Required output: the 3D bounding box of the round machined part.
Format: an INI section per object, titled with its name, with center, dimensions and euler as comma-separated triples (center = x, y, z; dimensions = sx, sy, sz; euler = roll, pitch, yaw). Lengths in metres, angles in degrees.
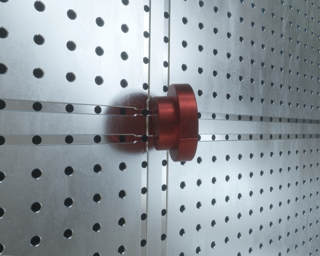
[round machined part]
center = 0.015, -0.006, 0.387
dimensions = 0.042, 0.098, 0.097
euler = -2, 92, -9
